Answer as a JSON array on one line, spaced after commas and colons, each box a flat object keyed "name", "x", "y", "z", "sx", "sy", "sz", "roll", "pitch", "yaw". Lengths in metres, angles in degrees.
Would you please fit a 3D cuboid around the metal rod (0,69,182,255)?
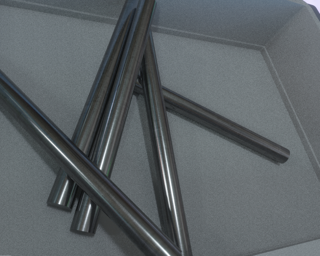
[{"name": "metal rod", "x": -0.098, "y": 0.020, "z": 0.306, "sx": 0.300, "sy": 0.025, "sz": 0.025, "roll": 42, "pitch": 50, "yaw": 14}]

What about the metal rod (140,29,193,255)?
[{"name": "metal rod", "x": 0.000, "y": 0.004, "z": 0.382, "sx": 0.025, "sy": 0.025, "sz": 0.299, "roll": 1, "pitch": 68, "yaw": -28}]

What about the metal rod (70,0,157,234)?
[{"name": "metal rod", "x": -0.046, "y": -0.033, "z": 0.361, "sx": 0.025, "sy": 0.025, "sz": 0.299, "roll": 20, "pitch": 67, "yaw": -17}]

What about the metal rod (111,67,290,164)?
[{"name": "metal rod", "x": 0.062, "y": -0.018, "z": 0.452, "sx": 0.301, "sy": 0.025, "sz": 0.025, "roll": 25, "pitch": 53, "yaw": -13}]

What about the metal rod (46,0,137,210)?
[{"name": "metal rod", "x": -0.068, "y": -0.052, "z": 0.375, "sx": 0.025, "sy": 0.025, "sz": 0.300, "roll": 22, "pitch": 62, "yaw": -16}]
